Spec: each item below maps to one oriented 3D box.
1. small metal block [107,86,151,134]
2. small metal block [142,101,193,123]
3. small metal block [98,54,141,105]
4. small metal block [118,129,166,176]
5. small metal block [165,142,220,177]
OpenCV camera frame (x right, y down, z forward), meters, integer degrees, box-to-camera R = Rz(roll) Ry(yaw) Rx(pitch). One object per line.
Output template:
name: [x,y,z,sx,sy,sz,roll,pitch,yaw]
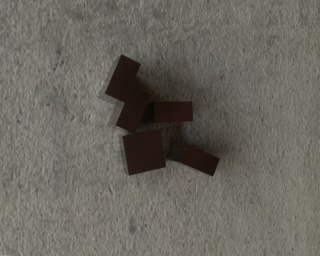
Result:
small metal block: [-0.039,-0.021,0.382,0.025,0.050,0.050,24,82,-19]
small metal block: [0.008,-0.020,0.400,0.050,0.050,0.025,-2,91,-20]
small metal block: [-0.051,-0.057,0.378,0.025,0.050,0.050,24,82,-19]
small metal block: [-0.023,0.030,0.401,0.050,0.025,0.050,-11,94,-20]
small metal block: [0.042,0.041,0.413,0.050,0.050,0.025,25,82,-19]
